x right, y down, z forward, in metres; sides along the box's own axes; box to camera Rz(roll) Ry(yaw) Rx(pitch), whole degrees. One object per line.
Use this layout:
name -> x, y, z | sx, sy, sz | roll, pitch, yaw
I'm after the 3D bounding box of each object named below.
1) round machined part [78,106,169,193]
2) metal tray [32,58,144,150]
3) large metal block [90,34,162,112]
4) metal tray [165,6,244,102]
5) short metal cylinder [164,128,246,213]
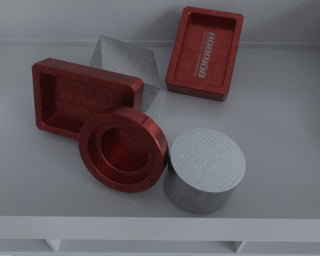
round machined part -> -0.037, 0.020, 0.346 | 0.098, 0.097, 0.042 | 16, 29, 12
metal tray -> -0.090, -0.028, 0.382 | 0.131, 0.089, 0.030 | 14, 29, 11
large metal block -> -0.051, -0.075, 0.432 | 0.081, 0.050, 0.080 | 12, 45, -26
metal tray -> 0.067, -0.111, 0.460 | 0.090, 0.030, 0.130 | 12, 77, 9
short metal cylinder -> 0.048, 0.047, 0.344 | 0.081, 0.050, 0.080 | 5, 51, -6
